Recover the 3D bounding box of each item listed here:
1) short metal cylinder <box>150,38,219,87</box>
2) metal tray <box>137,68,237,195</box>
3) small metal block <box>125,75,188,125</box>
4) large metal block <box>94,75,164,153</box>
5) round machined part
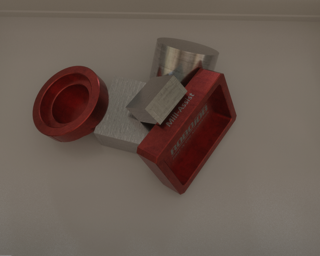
[{"bbox_3d":[0.031,-0.082,0.402,0.080,0.080,0.050,15,115,5],"label":"short metal cylinder"},{"bbox_3d":[0.038,0.005,0.371,0.030,0.090,0.130,25,69,37],"label":"metal tray"},{"bbox_3d":[-0.005,-0.032,0.352,0.025,0.050,0.050,47,73,-25],"label":"small metal block"},{"bbox_3d":[-0.029,-0.013,0.399,0.080,0.050,0.080,14,71,4],"label":"large metal block"},{"bbox_3d":[-0.108,-0.027,0.395,0.098,0.042,0.098,-10,63,20],"label":"round machined part"}]
